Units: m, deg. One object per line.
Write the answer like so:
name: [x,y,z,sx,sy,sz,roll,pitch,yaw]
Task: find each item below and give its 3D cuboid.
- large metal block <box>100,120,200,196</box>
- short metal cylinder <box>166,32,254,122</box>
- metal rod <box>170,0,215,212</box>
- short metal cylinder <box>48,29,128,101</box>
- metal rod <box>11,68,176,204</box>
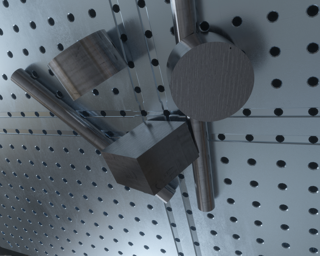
large metal block: [-0.013,0.032,0.387,0.080,0.080,0.050,3,122,51]
short metal cylinder: [0.048,-0.053,0.316,0.081,0.050,0.079,-2,117,-3]
metal rod: [0.043,-0.019,0.376,0.025,0.025,0.298,4,121,26]
short metal cylinder: [-0.085,-0.075,0.374,0.080,0.080,0.050,-24,106,36]
metal rod: [-0.102,0.011,0.471,0.300,0.025,0.025,38,129,2]
